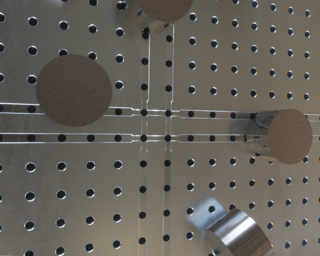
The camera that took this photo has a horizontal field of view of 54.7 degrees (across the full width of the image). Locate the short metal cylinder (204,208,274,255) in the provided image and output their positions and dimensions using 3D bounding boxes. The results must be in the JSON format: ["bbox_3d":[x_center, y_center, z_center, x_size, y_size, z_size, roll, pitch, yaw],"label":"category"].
[{"bbox_3d":[0.106,0.158,0.423,0.050,0.080,0.080,-31,100,-17],"label":"short metal cylinder"}]

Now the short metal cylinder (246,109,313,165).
[{"bbox_3d":[0.178,0.012,0.465,0.081,0.050,0.079,0,90,-20],"label":"short metal cylinder"}]

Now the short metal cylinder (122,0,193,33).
[{"bbox_3d":[-0.004,-0.169,0.397,0.081,0.050,0.079,0,90,-20],"label":"short metal cylinder"}]

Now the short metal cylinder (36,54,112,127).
[{"bbox_3d":[-0.101,-0.041,0.362,0.081,0.050,0.079,0,90,-20],"label":"short metal cylinder"}]
